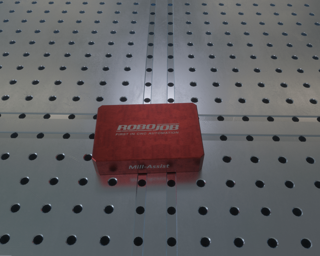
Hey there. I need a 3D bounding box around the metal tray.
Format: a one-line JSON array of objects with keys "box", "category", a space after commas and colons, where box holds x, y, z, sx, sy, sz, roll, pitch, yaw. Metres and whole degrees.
[{"box": [-0.015, 0.011, 0.395, 0.131, 0.030, 0.090, -2, 50, -2], "category": "metal tray"}]
